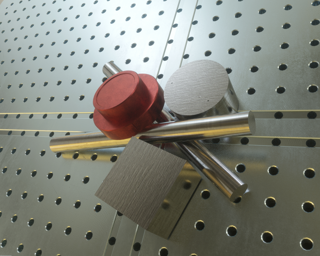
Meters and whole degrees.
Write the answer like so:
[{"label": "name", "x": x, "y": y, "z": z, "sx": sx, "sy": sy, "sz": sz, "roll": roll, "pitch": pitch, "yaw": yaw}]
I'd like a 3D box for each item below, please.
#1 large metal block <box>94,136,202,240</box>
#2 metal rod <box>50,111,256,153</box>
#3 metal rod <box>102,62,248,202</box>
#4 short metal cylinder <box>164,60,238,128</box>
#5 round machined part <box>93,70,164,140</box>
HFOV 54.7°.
[{"label": "large metal block", "x": -0.013, "y": 0.066, "z": 0.354, "sx": 0.080, "sy": 0.050, "sz": 0.080, "roll": 22, "pitch": 73, "yaw": 35}, {"label": "metal rod", "x": -0.033, "y": 0.010, "z": 0.394, "sx": 0.300, "sy": 0.025, "sz": 0.025, "roll": -7, "pitch": 58, "yaw": 32}, {"label": "metal rod", "x": 0.000, "y": -0.015, "z": 0.417, "sx": 0.025, "sy": 0.025, "sz": 0.300, "roll": -43, "pitch": 51, "yaw": -2}, {"label": "short metal cylinder", "x": 0.052, "y": -0.038, "z": 0.386, "sx": 0.080, "sy": 0.050, "sz": 0.080, "roll": -13, "pitch": 56, "yaw": 20}, {"label": "round machined part", "x": -0.046, "y": -0.036, "z": 0.399, "sx": 0.098, "sy": 0.042, "sz": 0.098, "roll": -19, "pitch": 44, "yaw": 20}]
